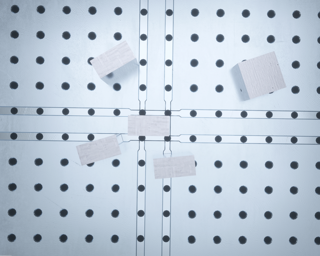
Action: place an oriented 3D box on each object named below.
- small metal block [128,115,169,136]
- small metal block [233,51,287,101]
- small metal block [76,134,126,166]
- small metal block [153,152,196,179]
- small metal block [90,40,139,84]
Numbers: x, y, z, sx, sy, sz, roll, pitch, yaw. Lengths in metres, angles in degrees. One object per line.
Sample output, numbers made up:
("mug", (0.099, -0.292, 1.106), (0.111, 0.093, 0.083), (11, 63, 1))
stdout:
("small metal block", (-0.014, -0.003, 0.401), (0.050, 0.050, 0.025), (1, 90, -1))
("small metal block", (0.133, -0.069, 0.415), (0.050, 0.025, 0.050), (-19, 90, -1))
("small metal block", (-0.074, 0.027, 0.400), (0.050, 0.050, 0.025), (-16, 90, 0))
("small metal block", (0.018, 0.047, 0.401), (0.050, 0.050, 0.025), (-5, 90, -1))
("small metal block", (-0.057, -0.083, 0.400), (0.050, 0.050, 0.025), (-30, 90, 0))
